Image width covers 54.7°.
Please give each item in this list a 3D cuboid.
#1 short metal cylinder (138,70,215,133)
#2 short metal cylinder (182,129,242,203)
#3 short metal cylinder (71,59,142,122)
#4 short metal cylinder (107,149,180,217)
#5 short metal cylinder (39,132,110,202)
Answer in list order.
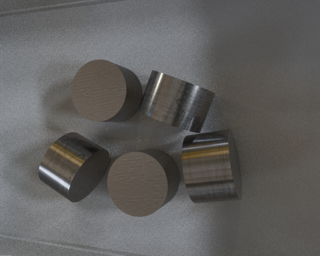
[{"bbox_3d":[0.020,-0.032,0.373,0.080,0.080,0.050,23,98,18],"label":"short metal cylinder"},{"bbox_3d":[0.062,0.044,0.357,0.050,0.080,0.080,-10,87,19],"label":"short metal cylinder"},{"bbox_3d":[-0.071,-0.048,0.419,0.080,0.050,0.079,0,90,19],"label":"short metal cylinder"},{"bbox_3d":[-0.020,0.068,0.402,0.080,0.050,0.079,0,90,19],"label":"short metal cylinder"},{"bbox_3d":[-0.113,0.052,0.417,0.050,0.080,0.080,29,99,17],"label":"short metal cylinder"}]
